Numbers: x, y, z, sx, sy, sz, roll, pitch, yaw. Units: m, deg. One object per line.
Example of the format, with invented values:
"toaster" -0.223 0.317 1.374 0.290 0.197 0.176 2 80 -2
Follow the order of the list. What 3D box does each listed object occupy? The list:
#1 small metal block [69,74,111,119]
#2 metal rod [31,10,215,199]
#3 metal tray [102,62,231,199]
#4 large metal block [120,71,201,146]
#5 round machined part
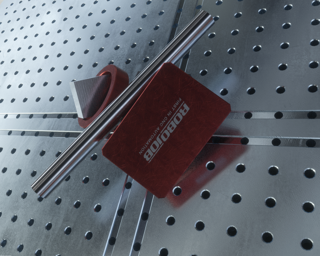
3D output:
"small metal block" -0.092 -0.045 0.430 0.050 0.050 0.025 -18 14 -27
"metal rod" -0.042 -0.033 0.384 0.300 0.025 0.025 -47 52 -5
"metal tray" 0.007 0.003 0.355 0.090 0.030 0.130 37 96 7
"large metal block" 0.000 -0.025 0.406 0.080 0.050 0.080 9 66 32
"round machined part" -0.072 -0.037 0.439 0.098 0.042 0.098 -34 42 38
